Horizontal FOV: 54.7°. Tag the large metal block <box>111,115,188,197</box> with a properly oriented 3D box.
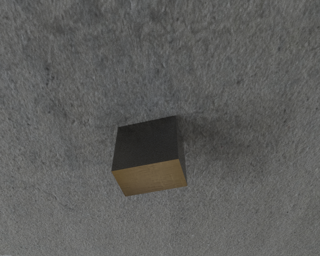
[{"bbox_3d":[-0.012,0.035,0.401,0.080,0.080,0.050,-11,129,9],"label":"large metal block"}]
